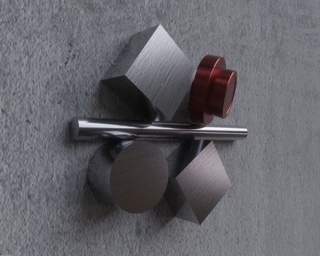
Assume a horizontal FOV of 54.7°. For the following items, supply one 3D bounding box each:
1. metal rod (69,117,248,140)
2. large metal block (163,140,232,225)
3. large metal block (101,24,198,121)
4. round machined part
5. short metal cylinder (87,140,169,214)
[{"bbox_3d":[0.023,0.004,0.429,0.302,0.025,0.025,2,89,-40],"label":"metal rod"},{"bbox_3d":[0.045,0.072,0.430,0.080,0.050,0.080,-41,115,-33],"label":"large metal block"},{"bbox_3d":[-0.010,-0.064,0.380,0.080,0.050,0.080,44,63,-31],"label":"large metal block"},{"bbox_3d":[0.078,-0.050,0.432,0.098,0.042,0.097,15,91,-69],"label":"round machined part"},{"bbox_3d":[-0.037,0.054,0.361,0.081,0.050,0.079,0,90,-40],"label":"short metal cylinder"}]
